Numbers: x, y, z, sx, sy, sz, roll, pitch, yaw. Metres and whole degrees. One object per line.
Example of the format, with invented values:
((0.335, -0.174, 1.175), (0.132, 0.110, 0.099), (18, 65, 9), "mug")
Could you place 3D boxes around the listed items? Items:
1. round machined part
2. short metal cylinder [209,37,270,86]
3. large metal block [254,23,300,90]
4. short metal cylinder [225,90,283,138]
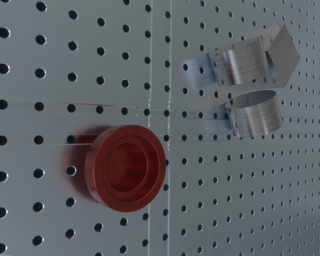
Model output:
((-0.043, 0.045, 0.362), (0.099, 0.042, 0.097), (0, 90, -40), "round machined part")
((0.121, -0.102, 0.474), (0.081, 0.080, 0.050), (-32, 110, -36), "short metal cylinder")
((0.203, -0.128, 0.563), (0.080, 0.050, 0.080), (51, 60, -28), "large metal block")
((0.151, -0.024, 0.500), (0.081, 0.080, 0.050), (-31, 110, -36), "short metal cylinder")
